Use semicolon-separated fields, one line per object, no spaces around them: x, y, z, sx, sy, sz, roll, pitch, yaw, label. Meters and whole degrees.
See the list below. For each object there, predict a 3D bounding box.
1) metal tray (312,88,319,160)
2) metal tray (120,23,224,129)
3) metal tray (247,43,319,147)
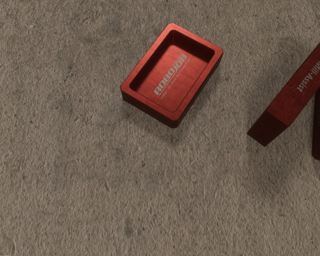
0.258;-0.014;0.413;0.090;0.030;0.130;12;70;4;metal tray
0.018;-0.075;0.433;0.090;0.030;0.130;31;73;10;metal tray
0.169;-0.043;0.391;0.030;0.090;0.130;39;74;12;metal tray
